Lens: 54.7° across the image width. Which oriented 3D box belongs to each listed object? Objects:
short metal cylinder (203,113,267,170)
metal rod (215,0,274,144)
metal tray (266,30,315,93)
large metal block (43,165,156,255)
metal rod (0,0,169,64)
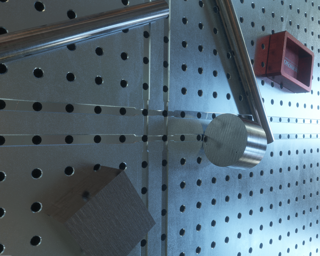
[{"bbox_3d":[0.113,0.022,0.471,0.050,0.080,0.080,13,82,-40],"label":"short metal cylinder"},{"bbox_3d":[0.146,-0.105,0.534,0.025,0.025,0.299,-37,113,-34],"label":"metal rod"},{"bbox_3d":[0.271,-0.131,0.636,0.131,0.030,0.090,15,81,-39],"label":"metal tray"},{"bbox_3d":[-0.063,0.100,0.342,0.080,0.050,0.080,-41,115,-32],"label":"large metal block"},{"bbox_3d":[-0.103,-0.098,0.323,0.302,0.025,0.025,-30,109,-36],"label":"metal rod"}]
